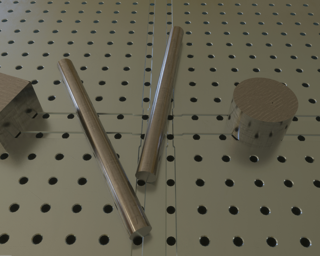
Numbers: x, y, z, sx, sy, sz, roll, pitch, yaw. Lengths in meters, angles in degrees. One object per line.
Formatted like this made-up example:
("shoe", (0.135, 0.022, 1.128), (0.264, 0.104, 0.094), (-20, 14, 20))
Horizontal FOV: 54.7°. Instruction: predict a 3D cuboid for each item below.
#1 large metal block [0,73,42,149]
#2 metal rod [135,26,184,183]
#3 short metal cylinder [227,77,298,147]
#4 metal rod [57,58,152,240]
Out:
("large metal block", (-0.223, -0.028, 0.414), (0.080, 0.050, 0.080), (17, 52, 13))
("metal rod", (0.007, -0.057, 0.454), (0.025, 0.025, 0.300), (7, 50, 6))
("short metal cylinder", (0.133, -0.022, 0.410), (0.081, 0.050, 0.080), (0, 50, 0))
("metal rod", (-0.085, 0.004, 0.403), (0.025, 0.025, 0.300), (-20, 53, -16))
